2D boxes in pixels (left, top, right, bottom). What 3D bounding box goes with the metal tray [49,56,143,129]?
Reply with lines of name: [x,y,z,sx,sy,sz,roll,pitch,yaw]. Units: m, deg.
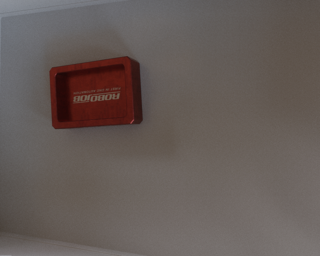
metal tray: [-0.092,-0.047,0.440,0.130,0.030,0.090,-4,89,20]
